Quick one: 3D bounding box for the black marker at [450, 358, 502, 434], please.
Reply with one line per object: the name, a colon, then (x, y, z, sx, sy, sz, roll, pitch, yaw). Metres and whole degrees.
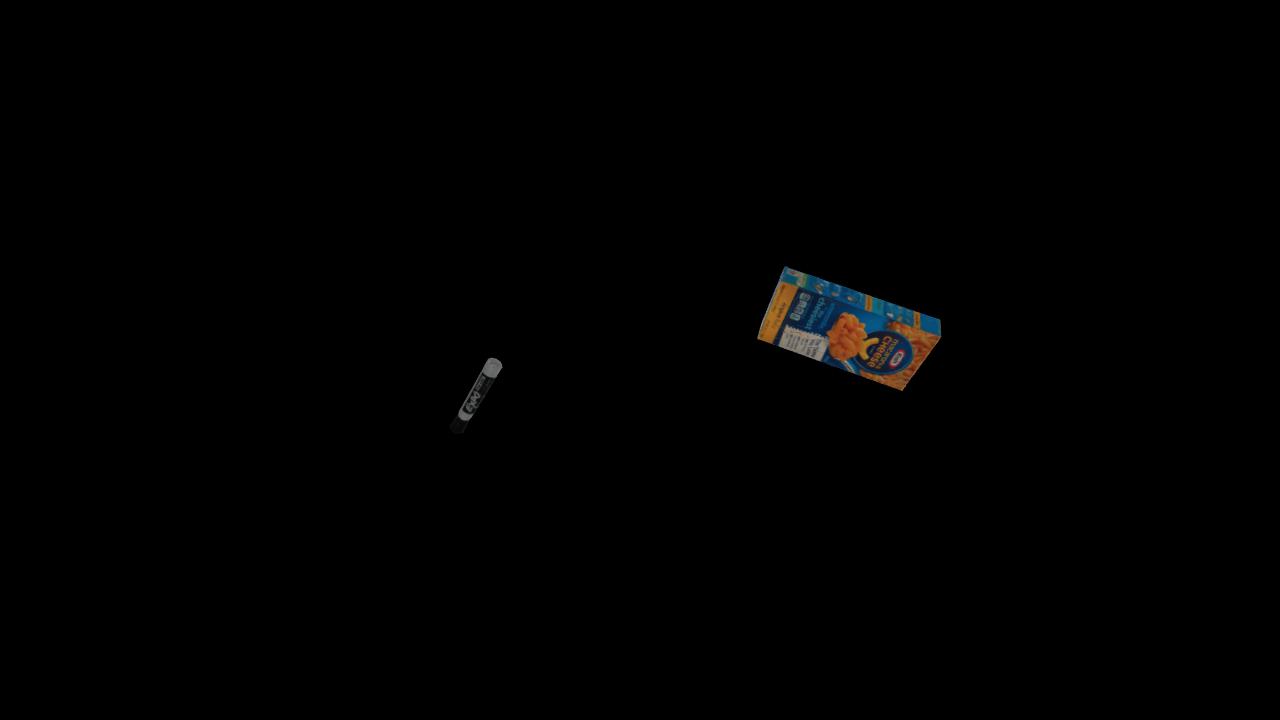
black marker: (-0.198, 0.046, 0.734, 0.020, 0.020, 0.121, 0, -44, -47)

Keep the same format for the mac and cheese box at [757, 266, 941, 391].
mac and cheese box: (0.239, -0.036, 0.719, 0.184, 0.093, 0.041, 20, 43, 7)
